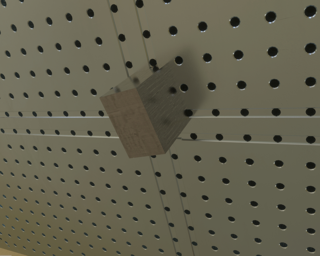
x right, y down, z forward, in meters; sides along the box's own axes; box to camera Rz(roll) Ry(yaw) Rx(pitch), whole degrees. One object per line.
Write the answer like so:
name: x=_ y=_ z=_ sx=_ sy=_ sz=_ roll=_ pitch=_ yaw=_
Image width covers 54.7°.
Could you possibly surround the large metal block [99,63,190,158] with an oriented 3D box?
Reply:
large metal block: x=-0.014 y=-0.021 z=0.368 sx=0.050 sy=0.080 sz=0.080 roll=-10 pitch=113 yaw=32
